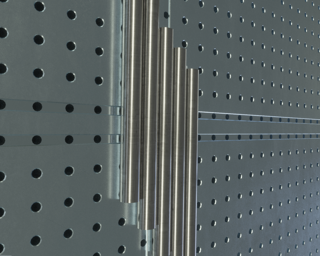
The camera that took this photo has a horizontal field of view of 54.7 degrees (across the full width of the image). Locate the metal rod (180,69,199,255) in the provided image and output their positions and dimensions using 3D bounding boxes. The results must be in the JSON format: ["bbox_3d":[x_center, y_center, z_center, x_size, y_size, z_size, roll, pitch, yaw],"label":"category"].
[{"bbox_3d":[0.041,0.066,0.445,0.025,0.025,0.298,2,89,-40],"label":"metal rod"}]

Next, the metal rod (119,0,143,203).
[{"bbox_3d":[-0.035,-0.060,0.381,0.025,0.025,0.298,1,89,-40],"label":"metal rod"}]

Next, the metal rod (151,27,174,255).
[{"bbox_3d":[0.004,0.018,0.413,0.025,0.025,0.298,2,89,-40],"label":"metal rod"}]

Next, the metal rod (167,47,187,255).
[{"bbox_3d":[0.022,0.040,0.429,0.025,0.025,0.298,2,89,-40],"label":"metal rod"}]

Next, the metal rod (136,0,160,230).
[{"bbox_3d":[-0.015,-0.023,0.397,0.025,0.025,0.298,2,89,-40],"label":"metal rod"}]
